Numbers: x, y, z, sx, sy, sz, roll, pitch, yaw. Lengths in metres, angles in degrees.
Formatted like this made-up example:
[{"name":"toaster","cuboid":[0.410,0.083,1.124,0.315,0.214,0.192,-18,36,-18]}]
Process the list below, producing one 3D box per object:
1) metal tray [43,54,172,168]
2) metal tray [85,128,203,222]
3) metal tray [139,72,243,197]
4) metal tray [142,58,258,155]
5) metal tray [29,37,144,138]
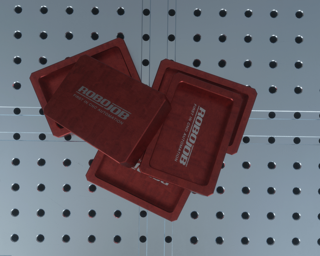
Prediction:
[{"name":"metal tray","cuboid":[-0.064,-0.023,0.370,0.130,0.030,0.090,29,82,22]},{"name":"metal tray","cuboid":[-0.019,0.054,0.411,0.130,0.030,0.090,26,90,0]},{"name":"metal tray","cuboid":[0.038,0.008,0.380,0.090,0.030,0.130,20,78,0]},{"name":"metal tray","cuboid":[0.050,-0.027,0.410,0.131,0.030,0.090,19,90,1]},{"name":"metal tray","cuboid":[-0.091,-0.052,0.410,0.130,0.030,0.090,-22,90,0]}]
